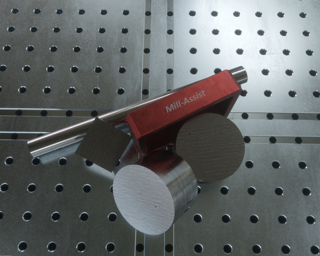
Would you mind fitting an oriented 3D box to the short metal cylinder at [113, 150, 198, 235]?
[{"bbox_3d":[-0.005,0.070,0.346,0.080,0.080,0.050,45,35,14],"label":"short metal cylinder"}]

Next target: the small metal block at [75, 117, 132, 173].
[{"bbox_3d":[-0.070,0.020,0.386,0.050,0.025,0.050,30,88,-9],"label":"small metal block"}]

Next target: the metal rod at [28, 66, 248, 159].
[{"bbox_3d":[-0.023,-0.024,0.416,0.302,0.025,0.025,-20,72,-8],"label":"metal rod"}]

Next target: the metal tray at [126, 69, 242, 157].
[{"bbox_3d":[0.028,-0.014,0.379,0.131,0.090,0.030,-25,72,-9],"label":"metal tray"}]

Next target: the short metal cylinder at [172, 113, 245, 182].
[{"bbox_3d":[0.056,0.026,0.380,0.081,0.050,0.080,1,78,-4],"label":"short metal cylinder"}]
